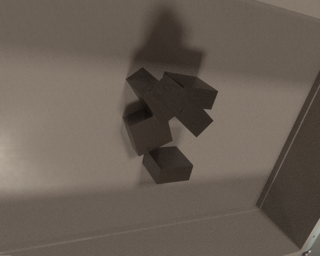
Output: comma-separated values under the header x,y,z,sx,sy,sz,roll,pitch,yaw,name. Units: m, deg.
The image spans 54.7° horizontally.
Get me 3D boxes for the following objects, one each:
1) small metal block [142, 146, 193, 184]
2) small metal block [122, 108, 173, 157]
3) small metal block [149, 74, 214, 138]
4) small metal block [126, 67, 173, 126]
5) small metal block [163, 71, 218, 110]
x,y,z,sx,sy,sz,roll,pitch,yaw,name
0.010,0.050,0.431,0.050,0.050,0.025,-2,119,-28,small metal block
-0.015,0.002,0.403,0.050,0.025,0.050,-24,128,-14,small metal block
0.022,-0.024,0.327,0.025,0.050,0.050,-45,129,3,small metal block
-0.010,-0.038,0.365,0.025,0.050,0.050,-37,129,-4,small metal block
0.035,-0.047,0.384,0.050,0.050,0.025,3,117,-31,small metal block
